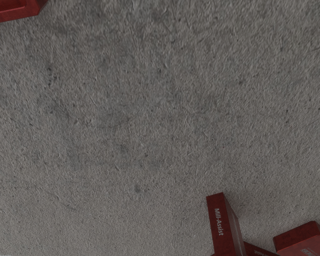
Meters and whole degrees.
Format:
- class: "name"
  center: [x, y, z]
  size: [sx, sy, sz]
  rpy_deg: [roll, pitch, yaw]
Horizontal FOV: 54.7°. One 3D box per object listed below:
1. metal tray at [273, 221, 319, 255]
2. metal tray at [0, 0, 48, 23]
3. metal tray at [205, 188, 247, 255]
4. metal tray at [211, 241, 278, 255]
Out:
- class: "metal tray"
  center: [0.298, 0.237, 0.609]
  size: [0.130, 0.030, 0.090]
  rpy_deg: [37, 121, -27]
- class: "metal tray"
  center: [-0.183, -0.140, 0.282]
  size: [0.131, 0.030, 0.090]
  rpy_deg: [-8, 130, 7]
- class: "metal tray"
  center: [0.111, 0.175, 0.506]
  size: [0.030, 0.130, 0.090]
  rpy_deg: [-21, 127, 16]
- class: "metal tray"
  center: [0.182, 0.284, 0.647]
  size: [0.131, 0.030, 0.090]
  rpy_deg: [27, 125, -22]
